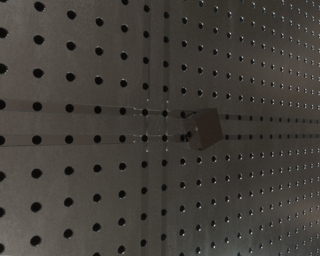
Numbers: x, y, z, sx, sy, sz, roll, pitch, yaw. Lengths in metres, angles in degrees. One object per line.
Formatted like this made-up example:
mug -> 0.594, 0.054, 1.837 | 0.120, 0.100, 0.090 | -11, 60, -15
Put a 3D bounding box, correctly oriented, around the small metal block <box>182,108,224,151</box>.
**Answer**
small metal block -> 0.066, 0.001, 0.467 | 0.050, 0.025, 0.050 | -25, 106, -37
